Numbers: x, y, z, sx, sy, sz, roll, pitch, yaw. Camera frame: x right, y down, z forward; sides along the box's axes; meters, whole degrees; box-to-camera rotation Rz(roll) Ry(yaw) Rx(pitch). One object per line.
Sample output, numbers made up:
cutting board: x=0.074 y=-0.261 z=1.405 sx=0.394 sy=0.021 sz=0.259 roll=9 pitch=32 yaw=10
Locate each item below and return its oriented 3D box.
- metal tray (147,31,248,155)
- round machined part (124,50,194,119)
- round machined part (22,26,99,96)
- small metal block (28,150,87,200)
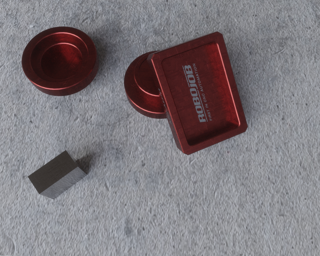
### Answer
metal tray: x=0.048 y=-0.042 z=0.385 sx=0.091 sy=0.030 sz=0.129 roll=-22 pitch=105 yaw=-8
round machined part: x=0.000 y=-0.065 z=0.423 sx=0.099 sy=0.042 sz=0.098 roll=0 pitch=70 yaw=-1
round machined part: x=-0.134 y=-0.088 z=0.430 sx=0.099 sy=0.042 sz=0.098 roll=0 pitch=70 yaw=-1
small metal block: x=-0.121 y=0.057 z=0.372 sx=0.050 sy=0.050 sz=0.025 roll=-36 pitch=74 yaw=-12
